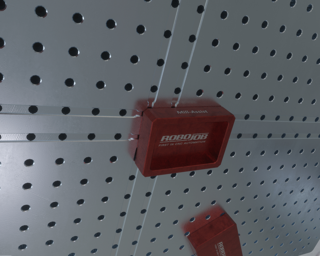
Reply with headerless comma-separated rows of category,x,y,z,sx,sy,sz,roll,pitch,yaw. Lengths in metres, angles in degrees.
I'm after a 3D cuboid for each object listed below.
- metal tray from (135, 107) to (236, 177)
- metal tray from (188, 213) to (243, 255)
metal tray,0.036,0.017,0.437,0.131,0.030,0.089,-3,120,-27
metal tray,0.113,0.237,0.615,0.090,0.030,0.130,-28,128,-11
